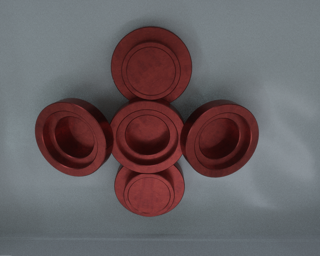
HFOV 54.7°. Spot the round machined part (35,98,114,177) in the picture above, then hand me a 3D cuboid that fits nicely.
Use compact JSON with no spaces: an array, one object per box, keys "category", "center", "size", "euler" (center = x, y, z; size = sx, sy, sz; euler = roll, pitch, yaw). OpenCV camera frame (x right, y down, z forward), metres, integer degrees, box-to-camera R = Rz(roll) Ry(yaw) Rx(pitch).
[{"category":"round machined part","center":[-0.104,0.009,0.394],"size":[0.098,0.042,0.097],"euler":[6,111,16]}]

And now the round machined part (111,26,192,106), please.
[{"category":"round machined part","center":[-0.010,-0.071,0.374],"size":[0.099,0.042,0.097],"euler":[0,110,0]}]

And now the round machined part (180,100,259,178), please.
[{"category":"round machined part","center":[0.072,0.011,0.396],"size":[0.099,0.042,0.097],"euler":[-6,111,-16]}]

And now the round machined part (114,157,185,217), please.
[{"category":"round machined part","center":[-0.015,0.083,0.431],"size":[0.099,0.042,0.097],"euler":[0,110,0]}]

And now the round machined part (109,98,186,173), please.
[{"category":"round machined part","center":[-0.016,0.006,0.402],"size":[0.099,0.042,0.097],"euler":[0,110,0]}]
